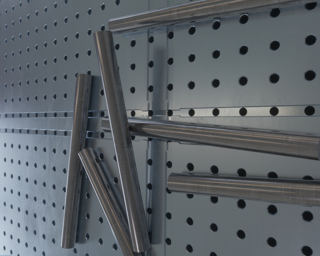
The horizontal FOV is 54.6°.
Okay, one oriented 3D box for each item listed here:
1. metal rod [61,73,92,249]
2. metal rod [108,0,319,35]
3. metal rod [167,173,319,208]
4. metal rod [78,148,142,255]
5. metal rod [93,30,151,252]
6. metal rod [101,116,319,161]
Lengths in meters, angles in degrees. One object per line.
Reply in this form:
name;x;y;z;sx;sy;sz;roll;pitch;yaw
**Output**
metal rod;-0.143;0.058;0.529;0.025;0.025;0.298;12;97;39
metal rod;0.046;-0.141;0.371;0.300;0.025;0.025;6;94;40
metal rod;0.132;0.062;0.300;0.300;0.025;0.025;-4;88;40
metal rod;-0.053;0.158;0.454;0.025;0.025;0.299;-45;63;31
metal rod;-0.051;0.021;0.422;0.025;0.025;0.298;-7;95;40
metal rod;0.034;0.006;0.381;0.300;0.025;0.025;6;94;40
